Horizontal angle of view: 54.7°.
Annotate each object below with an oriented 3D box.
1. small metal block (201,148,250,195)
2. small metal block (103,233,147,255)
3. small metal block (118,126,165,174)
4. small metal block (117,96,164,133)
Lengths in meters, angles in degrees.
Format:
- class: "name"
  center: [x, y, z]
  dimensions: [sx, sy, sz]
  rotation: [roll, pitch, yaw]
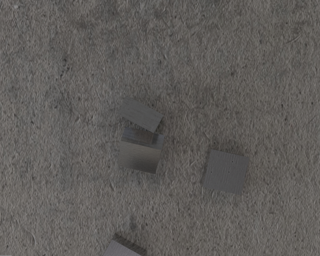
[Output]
- class: "small metal block"
  center: [0.085, 0.057, 0.411]
  dimensions: [0.050, 0.025, 0.050]
  rotation: [13, 90, 0]
- class: "small metal block"
  center: [-0.052, 0.177, 0.410]
  dimensions: [0.050, 0.025, 0.050]
  rotation: [29, 90, 0]
- class: "small metal block"
  center: [-0.025, 0.029, 0.396]
  dimensions: [0.050, 0.050, 0.025]
  rotation: [13, 45, 0]
- class: "small metal block"
  center: [-0.024, -0.016, 0.397]
  dimensions: [0.050, 0.050, 0.025]
  rotation: [28, 90, 0]
